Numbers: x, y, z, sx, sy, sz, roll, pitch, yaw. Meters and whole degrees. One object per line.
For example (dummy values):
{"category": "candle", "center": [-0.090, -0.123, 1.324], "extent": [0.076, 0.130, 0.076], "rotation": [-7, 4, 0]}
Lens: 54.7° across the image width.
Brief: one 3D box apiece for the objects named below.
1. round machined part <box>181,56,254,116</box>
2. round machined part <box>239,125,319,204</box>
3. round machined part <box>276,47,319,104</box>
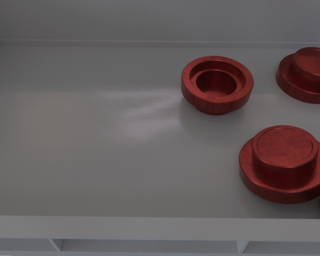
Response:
{"category": "round machined part", "center": [0.079, -0.056, 0.442], "extent": [0.099, 0.042, 0.098], "rotation": [0, 50, 0]}
{"category": "round machined part", "center": [0.140, 0.033, 0.350], "extent": [0.098, 0.042, 0.098], "rotation": [-9, 38, 7]}
{"category": "round machined part", "center": [0.231, -0.085, 0.467], "extent": [0.099, 0.042, 0.098], "rotation": [0, 50, 0]}
